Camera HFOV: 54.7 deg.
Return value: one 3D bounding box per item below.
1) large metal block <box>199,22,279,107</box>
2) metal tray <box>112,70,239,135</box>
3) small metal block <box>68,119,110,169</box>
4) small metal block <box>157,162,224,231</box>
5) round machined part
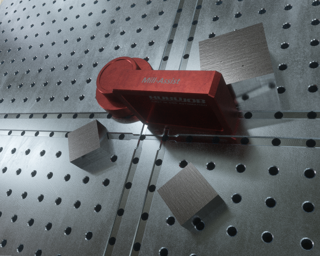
[{"bbox_3d":[0.096,-0.074,0.386,0.080,0.050,0.080,-12,57,21],"label":"large metal block"},{"bbox_3d":[0.019,-0.031,0.374,0.130,0.090,0.030,7,66,31],"label":"metal tray"},{"bbox_3d":[-0.103,0.023,0.446,0.050,0.025,0.050,-26,53,12],"label":"small metal block"},{"bbox_3d":[0.033,0.075,0.344,0.050,0.025,0.050,-40,51,0],"label":"small metal block"},{"bbox_3d":[-0.056,-0.069,0.467,0.098,0.042,0.098,-13,57,20],"label":"round machined part"}]
